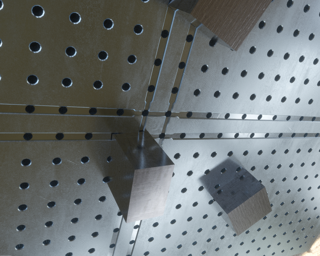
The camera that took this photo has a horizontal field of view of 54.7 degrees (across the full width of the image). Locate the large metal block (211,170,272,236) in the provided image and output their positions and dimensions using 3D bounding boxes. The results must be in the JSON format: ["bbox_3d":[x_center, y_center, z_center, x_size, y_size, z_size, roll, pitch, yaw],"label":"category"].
[{"bbox_3d":[0.150,0.137,0.565,0.080,0.050,0.080,-34,129,-6],"label":"large metal block"}]

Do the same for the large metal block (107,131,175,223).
[{"bbox_3d":[-0.029,0.060,0.398,0.050,0.080,0.079,-4,120,-27],"label":"large metal block"}]

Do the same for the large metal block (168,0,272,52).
[{"bbox_3d":[0.071,-0.146,0.345,0.080,0.050,0.080,24,105,-37],"label":"large metal block"}]
